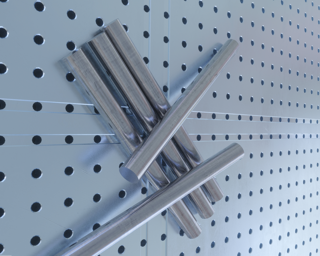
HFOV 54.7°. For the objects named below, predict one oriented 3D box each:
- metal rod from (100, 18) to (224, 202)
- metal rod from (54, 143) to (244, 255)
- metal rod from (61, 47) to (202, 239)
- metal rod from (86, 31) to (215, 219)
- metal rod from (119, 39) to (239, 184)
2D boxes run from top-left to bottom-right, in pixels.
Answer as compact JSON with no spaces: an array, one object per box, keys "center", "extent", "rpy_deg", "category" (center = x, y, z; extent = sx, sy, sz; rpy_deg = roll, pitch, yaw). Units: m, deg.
[{"center":[0.015,-0.007,0.423],"extent":[0.025,0.025,0.299],"rpy_deg":[-48,119,-29],"category":"metal rod"},{"center":[-0.006,0.093,0.379],"extent":[0.302,0.025,0.025],"rpy_deg":[-27,108,-28],"category":"metal rod"},{"center":[-0.022,0.036,0.392],"extent":[0.025,0.025,0.299],"rpy_deg":[-47,118,-30],"category":"metal rod"},{"center":[0.000,0.013,0.411],"extent":[0.025,0.025,0.299],"rpy_deg":[-47,118,-30],"category":"metal rod"},{"center":[0.043,-0.042,0.421],"extent":[0.301,0.025,0.025],"rpy_deg":[-51,121,-37],"category":"metal rod"}]
